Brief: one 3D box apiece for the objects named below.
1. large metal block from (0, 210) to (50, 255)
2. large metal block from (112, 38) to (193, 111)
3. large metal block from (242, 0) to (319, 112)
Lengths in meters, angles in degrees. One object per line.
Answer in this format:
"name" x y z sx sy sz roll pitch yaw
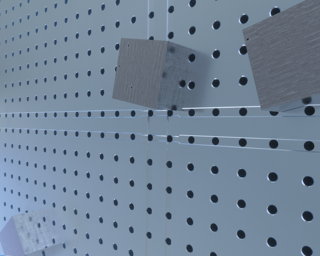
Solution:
"large metal block" -0.274 0.226 0.621 0.080 0.050 0.080 -47 62 30
"large metal block" -0.011 -0.070 0.404 0.080 0.050 0.080 17 101 39
"large metal block" 0.132 -0.064 0.285 0.080 0.050 0.080 -17 79 39
